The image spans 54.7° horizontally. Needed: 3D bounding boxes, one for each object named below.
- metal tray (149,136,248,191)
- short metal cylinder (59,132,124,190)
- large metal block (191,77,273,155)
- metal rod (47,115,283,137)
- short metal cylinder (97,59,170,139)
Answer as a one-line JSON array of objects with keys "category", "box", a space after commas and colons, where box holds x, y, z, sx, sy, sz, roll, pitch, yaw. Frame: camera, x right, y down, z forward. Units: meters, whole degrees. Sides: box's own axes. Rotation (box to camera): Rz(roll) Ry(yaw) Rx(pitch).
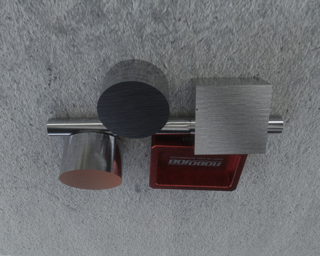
[{"category": "metal tray", "box": [0.052, 0.050, 0.447, 0.131, 0.030, 0.089, 2, 130, -3]}, {"category": "short metal cylinder", "box": [-0.090, 0.047, 0.415, 0.081, 0.050, 0.080, -1, 151, 0]}, {"category": "large metal block", "box": [0.079, -0.016, 0.363, 0.081, 0.050, 0.079, -1, 109, 0]}, {"category": "metal rod", "box": [0.007, -0.003, 0.408, 0.302, 0.025, 0.025, -1, 130, 0]}, {"category": "short metal cylinder", "box": [-0.029, -0.034, 0.363, 0.081, 0.050, 0.079, 0, 130, 0]}]
